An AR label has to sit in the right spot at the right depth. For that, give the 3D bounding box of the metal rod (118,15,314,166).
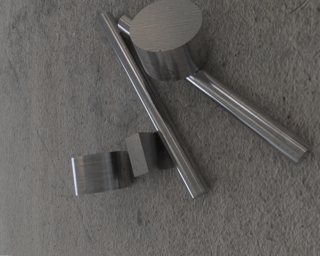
[{"bbox_3d":[0.043,-0.062,0.369,0.300,0.025,0.025,44,116,31],"label":"metal rod"}]

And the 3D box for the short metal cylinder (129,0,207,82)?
[{"bbox_3d":[0.011,-0.100,0.354,0.080,0.050,0.080,-7,59,12],"label":"short metal cylinder"}]

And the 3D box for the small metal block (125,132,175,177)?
[{"bbox_3d":[-0.013,0.033,0.399,0.025,0.050,0.050,-25,74,37],"label":"small metal block"}]

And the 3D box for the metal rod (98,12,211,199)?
[{"bbox_3d":[-0.017,-0.045,0.418,0.025,0.025,0.299,-42,65,32],"label":"metal rod"}]

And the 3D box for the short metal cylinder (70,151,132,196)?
[{"bbox_3d":[-0.083,0.063,0.438,0.080,0.081,0.050,-14,81,39],"label":"short metal cylinder"}]
